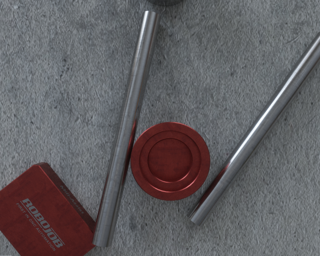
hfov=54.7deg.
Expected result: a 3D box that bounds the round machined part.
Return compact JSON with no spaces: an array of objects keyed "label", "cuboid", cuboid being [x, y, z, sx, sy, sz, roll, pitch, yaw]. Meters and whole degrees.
[{"label":"round machined part","cuboid":[0.013,0.041,0.402,0.099,0.042,0.097,0,90,0]}]

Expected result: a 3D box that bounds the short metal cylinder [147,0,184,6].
[{"label":"short metal cylinder","cuboid":[0.007,-0.205,0.397,0.081,0.050,0.080,0,90,0]}]

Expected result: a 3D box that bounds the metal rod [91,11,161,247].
[{"label":"metal rod","cuboid":[-0.041,-0.003,0.395,0.025,0.025,0.299,12,84,0]}]

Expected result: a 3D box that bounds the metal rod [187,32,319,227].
[{"label":"metal rod","cuboid":[0.133,0.002,0.411,0.025,0.025,0.299,36,90,0]}]

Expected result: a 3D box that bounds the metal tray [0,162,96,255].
[{"label":"metal tray","cuboid":[-0.151,0.122,0.406,0.090,0.030,0.130,-39,90,0]}]
